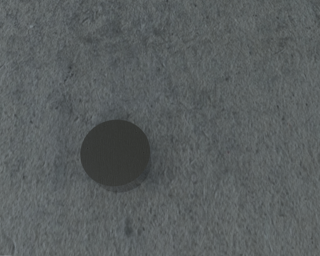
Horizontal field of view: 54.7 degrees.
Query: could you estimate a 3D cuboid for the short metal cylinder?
[{"bbox_3d":[-0.052,0.036,0.381,0.081,0.050,0.080,0,70,0],"label":"short metal cylinder"}]
